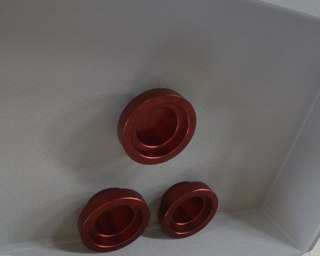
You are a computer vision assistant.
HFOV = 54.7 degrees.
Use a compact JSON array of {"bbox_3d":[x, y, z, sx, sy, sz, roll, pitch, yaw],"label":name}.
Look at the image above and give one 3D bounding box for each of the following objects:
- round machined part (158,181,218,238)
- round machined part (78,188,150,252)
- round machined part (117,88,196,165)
[{"bbox_3d":[0.040,0.125,0.496,0.099,0.042,0.097,-13,123,-21],"label":"round machined part"},{"bbox_3d":[-0.067,0.124,0.438,0.099,0.042,0.097,-14,124,-21],"label":"round machined part"},{"bbox_3d":[-0.007,-0.005,0.390,0.099,0.042,0.097,-14,124,-21],"label":"round machined part"}]
